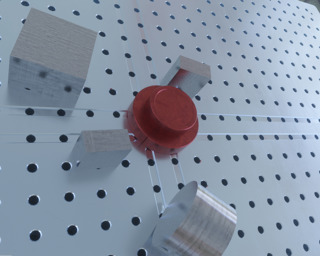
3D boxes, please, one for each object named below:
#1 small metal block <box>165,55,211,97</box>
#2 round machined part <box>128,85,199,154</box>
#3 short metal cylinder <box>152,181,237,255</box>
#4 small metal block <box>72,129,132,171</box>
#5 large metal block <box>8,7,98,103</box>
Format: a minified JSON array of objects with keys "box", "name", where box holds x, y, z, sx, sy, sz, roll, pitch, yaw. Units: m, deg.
[{"box":[0.041,-0.076,0.462,0.050,0.050,0.025,14,56,-21],"name":"small metal block"},{"box":[0.010,-0.018,0.415,0.099,0.042,0.098,14,56,-21],"name":"round machined part"},{"box":[0.035,0.104,0.330,0.050,0.080,0.080,36,51,-5],"name":"short metal cylinder"},{"box":[-0.065,0.024,0.343,0.050,0.050,0.025,-2,63,-30],"name":"small metal block"},{"box":[-0.128,-0.087,0.377,0.081,0.050,0.080,17,55,-19],"name":"large metal block"}]
